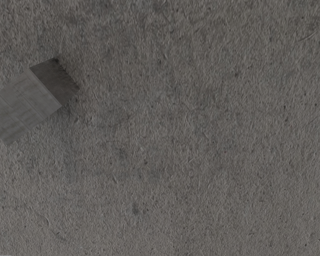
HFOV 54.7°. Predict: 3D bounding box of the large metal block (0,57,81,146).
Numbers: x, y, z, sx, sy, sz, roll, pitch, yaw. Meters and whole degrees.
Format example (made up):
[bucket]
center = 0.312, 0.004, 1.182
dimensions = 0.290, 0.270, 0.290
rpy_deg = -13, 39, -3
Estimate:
[large metal block]
center = -0.151, -0.034, 0.366
dimensions = 0.080, 0.080, 0.050
rpy_deg = -34, 107, 11
